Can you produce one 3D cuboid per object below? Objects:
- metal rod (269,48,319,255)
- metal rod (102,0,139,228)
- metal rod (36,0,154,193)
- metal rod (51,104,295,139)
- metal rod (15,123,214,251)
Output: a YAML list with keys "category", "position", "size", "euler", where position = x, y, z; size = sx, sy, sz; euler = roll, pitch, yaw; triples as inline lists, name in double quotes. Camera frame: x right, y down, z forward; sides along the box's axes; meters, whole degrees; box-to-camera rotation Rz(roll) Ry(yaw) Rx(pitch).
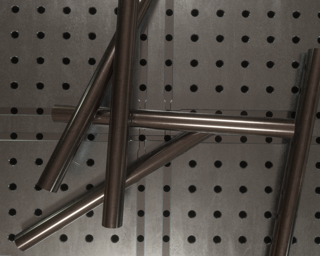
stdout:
- category: "metal rod"
  position: [0.184, 0.043, 0.415]
  size: [0.025, 0.025, 0.298]
  euler: [11, 90, -1]
- category: "metal rod"
  position: [-0.047, -0.030, 0.375]
  size: [0.025, 0.025, 0.298]
  euler: [4, 91, -1]
- category: "metal rod"
  position: [-0.071, -0.063, 0.388]
  size: [0.025, 0.025, 0.299]
  euler: [25, 80, -1]
- category: "metal rod"
  position: [0.011, -0.009, 0.394]
  size: [0.302, 0.025, 0.025]
  euler: [4, 90, 7]
- category: "metal rod"
  position: [-0.056, 0.073, 0.412]
  size: [0.301, 0.025, 0.025]
  euler: [-32, 90, -1]
